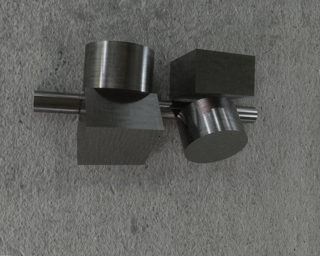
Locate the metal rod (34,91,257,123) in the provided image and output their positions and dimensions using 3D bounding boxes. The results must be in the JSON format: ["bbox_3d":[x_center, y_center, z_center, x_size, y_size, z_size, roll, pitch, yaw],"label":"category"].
[{"bbox_3d":[-0.004,-0.025,0.411,0.302,0.025,0.025,2,89,-20],"label":"metal rod"}]

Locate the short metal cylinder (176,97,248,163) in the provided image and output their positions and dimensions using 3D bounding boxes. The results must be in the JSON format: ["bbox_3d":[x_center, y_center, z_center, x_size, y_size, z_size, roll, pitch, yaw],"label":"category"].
[{"bbox_3d":[0.066,0.004,0.399,0.081,0.080,0.050,2,55,-20],"label":"short metal cylinder"}]

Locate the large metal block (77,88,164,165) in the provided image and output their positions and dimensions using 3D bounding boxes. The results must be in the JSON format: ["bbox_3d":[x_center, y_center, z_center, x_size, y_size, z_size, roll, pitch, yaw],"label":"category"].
[{"bbox_3d":[-0.050,0.002,0.356,0.081,0.080,0.050,3,55,-21],"label":"large metal block"}]

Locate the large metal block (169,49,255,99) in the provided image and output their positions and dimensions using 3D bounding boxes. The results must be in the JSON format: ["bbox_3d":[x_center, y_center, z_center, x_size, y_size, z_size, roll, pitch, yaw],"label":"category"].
[{"bbox_3d":[0.065,-0.065,0.405,0.081,0.080,0.050,1,90,-20],"label":"large metal block"}]

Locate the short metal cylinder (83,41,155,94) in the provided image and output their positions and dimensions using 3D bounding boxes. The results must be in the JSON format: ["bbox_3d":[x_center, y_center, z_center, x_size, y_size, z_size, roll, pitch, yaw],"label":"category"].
[{"bbox_3d":[-0.048,-0.066,0.363,0.081,0.080,0.050,4,89,-20],"label":"short metal cylinder"}]
